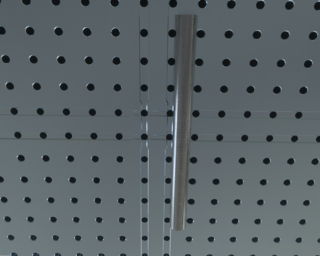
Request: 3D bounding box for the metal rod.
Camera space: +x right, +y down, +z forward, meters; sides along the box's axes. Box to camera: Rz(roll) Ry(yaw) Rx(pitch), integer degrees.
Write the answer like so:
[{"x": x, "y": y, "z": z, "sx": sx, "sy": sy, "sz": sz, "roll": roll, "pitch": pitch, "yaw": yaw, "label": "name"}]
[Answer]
[{"x": 0.029, "y": 0.007, "z": 0.415, "sx": 0.025, "sy": 0.025, "sz": 0.298, "roll": 1, "pitch": 110, "yaw": 0, "label": "metal rod"}]
